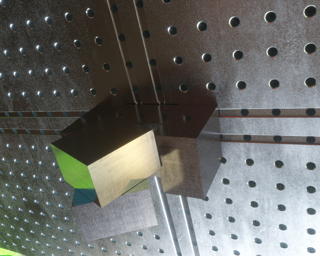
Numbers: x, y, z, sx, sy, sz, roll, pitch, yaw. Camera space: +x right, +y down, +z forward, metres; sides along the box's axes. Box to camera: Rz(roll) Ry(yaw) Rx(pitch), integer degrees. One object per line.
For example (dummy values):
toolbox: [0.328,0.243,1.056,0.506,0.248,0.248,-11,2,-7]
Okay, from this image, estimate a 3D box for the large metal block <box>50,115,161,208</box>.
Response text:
large metal block: [-0.059,0.031,0.342,0.080,0.081,0.050,18,128,45]

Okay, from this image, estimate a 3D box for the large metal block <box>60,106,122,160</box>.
large metal block: [-0.080,0.022,0.430,0.050,0.080,0.079,2,119,27]

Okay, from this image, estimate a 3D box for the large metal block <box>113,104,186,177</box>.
large metal block: [-0.016,0.016,0.409,0.080,0.050,0.079,3,120,26]

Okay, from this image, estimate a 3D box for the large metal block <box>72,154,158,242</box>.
large metal block: [-0.051,0.076,0.362,0.081,0.080,0.050,-13,116,-3]

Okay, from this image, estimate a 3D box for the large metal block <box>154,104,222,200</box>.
large metal block: [0.037,0.025,0.370,0.050,0.080,0.079,4,120,26]
